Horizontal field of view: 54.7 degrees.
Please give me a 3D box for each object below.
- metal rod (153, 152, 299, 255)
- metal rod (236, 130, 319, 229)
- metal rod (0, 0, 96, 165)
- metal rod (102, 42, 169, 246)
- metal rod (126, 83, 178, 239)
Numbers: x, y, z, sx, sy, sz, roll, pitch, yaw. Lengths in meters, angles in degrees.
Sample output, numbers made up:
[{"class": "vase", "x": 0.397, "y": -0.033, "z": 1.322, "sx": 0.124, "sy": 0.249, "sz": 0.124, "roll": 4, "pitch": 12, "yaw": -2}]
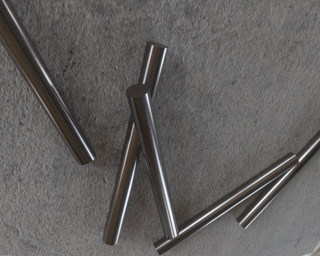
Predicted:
[{"class": "metal rod", "x": 0.122, "y": 0.133, "z": 0.555, "sx": 0.301, "sy": 0.025, "sz": 0.025, "roll": -31, "pitch": 129, "yaw": -8}, {"class": "metal rod", "x": 0.256, "y": 0.076, "z": 0.593, "sx": 0.299, "sy": 0.025, "sz": 0.025, "roll": -49, "pitch": 129, "yaw": 7}, {"class": "metal rod", "x": -0.130, "y": -0.075, "z": 0.288, "sx": 0.025, "sy": 0.025, "sz": 0.299, "roll": -28, "pitch": 128, "yaw": -11}, {"class": "metal rod", "x": -0.039, "y": 0.037, "z": 0.408, "sx": 0.025, "sy": 0.025, "sz": 0.298, "roll": 1, "pitch": 118, "yaw": -29}, {"class": "metal rod", "x": -0.002, "y": 0.068, "z": 0.425, "sx": 0.025, "sy": 0.025, "sz": 0.298, "roll": -24, "pitch": 134, "yaw": -14}]
